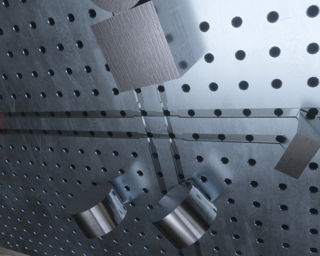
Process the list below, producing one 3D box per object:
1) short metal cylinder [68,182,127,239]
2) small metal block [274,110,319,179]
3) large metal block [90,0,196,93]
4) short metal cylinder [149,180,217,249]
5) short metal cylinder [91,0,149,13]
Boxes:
[{"bbox_3d":[-0.103,0.135,0.513,0.080,0.080,0.050,-15,111,34],"label":"short metal cylinder"},{"bbox_3d":[0.147,0.017,0.328,0.025,0.050,0.050,25,127,13],"label":"small metal block"},{"bbox_3d":[-0.017,-0.093,0.346,0.080,0.050,0.080,-9,114,32],"label":"large metal block"},{"bbox_3d":[0.032,0.119,0.432,0.050,0.080,0.080,48,129,-6],"label":"short metal cylinder"},{"bbox_3d":[-0.037,-0.163,0.314,0.080,0.050,0.079,13,124,21],"label":"short metal cylinder"}]
